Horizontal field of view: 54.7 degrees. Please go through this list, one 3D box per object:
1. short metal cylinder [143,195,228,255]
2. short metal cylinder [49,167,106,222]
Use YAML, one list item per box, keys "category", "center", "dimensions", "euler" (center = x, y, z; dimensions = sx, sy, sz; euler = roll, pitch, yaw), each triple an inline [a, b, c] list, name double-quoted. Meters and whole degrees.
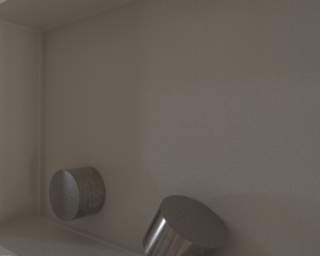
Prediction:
- category: "short metal cylinder"
  center: [0.027, 0.121, 0.347]
  dimensions: [0.080, 0.081, 0.050]
  euler: [38, 113, 33]
- category: "short metal cylinder"
  center: [-0.133, 0.104, 0.497]
  dimensions: [0.080, 0.050, 0.079]
  euler: [0, 90, 39]
